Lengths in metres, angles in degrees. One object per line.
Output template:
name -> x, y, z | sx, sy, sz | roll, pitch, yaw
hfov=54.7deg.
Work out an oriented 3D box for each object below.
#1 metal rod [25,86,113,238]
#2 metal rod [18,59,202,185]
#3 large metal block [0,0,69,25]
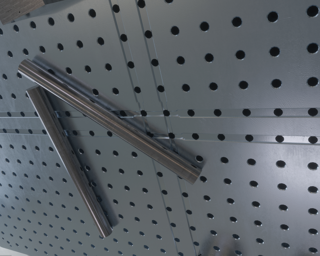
metal rod -> -0.148, 0.068, 0.530 | 0.025, 0.025, 0.298 | -6, 116, 31
metal rod -> -0.075, -0.012, 0.443 | 0.301, 0.025, 0.025 | 32, 129, 6
large metal block -> -0.165, -0.179, 0.371 | 0.080, 0.050, 0.080 | -8, 115, 31
